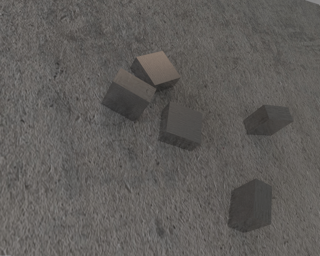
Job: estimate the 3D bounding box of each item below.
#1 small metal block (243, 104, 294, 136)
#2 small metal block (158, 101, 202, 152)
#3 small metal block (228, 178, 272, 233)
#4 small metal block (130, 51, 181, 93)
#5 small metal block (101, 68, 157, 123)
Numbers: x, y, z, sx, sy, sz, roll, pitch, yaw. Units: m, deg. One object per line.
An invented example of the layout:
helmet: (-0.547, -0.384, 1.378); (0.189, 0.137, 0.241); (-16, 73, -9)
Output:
small metal block: (0.169, -0.011, 0.485); (0.050, 0.050, 0.025); (3, 61, -27)
small metal block: (0.028, -0.002, 0.420); (0.050, 0.025, 0.050); (20, 54, -17)
small metal block: (0.113, 0.098, 0.388); (0.025, 0.050, 0.050); (26, 53, -12)
small metal block: (-0.006, -0.080, 0.449); (0.050, 0.025, 0.050); (-23, 74, -36)
small metal block: (-0.040, -0.040, 0.390); (0.050, 0.050, 0.025); (30, 52, -9)
